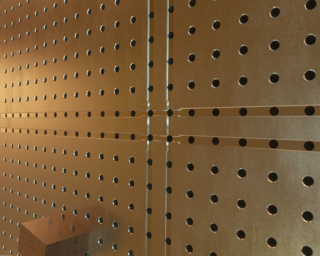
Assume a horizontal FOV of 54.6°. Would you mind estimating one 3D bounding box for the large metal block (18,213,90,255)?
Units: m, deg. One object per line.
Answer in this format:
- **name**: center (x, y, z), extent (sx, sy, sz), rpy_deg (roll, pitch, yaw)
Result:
- **large metal block**: center (-0.179, 0.191, 0.523), extent (0.080, 0.081, 0.050), rpy_deg (16, 101, 39)
